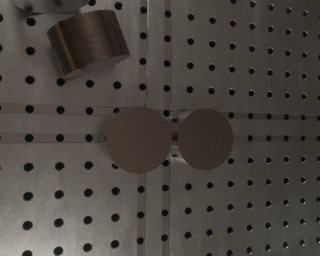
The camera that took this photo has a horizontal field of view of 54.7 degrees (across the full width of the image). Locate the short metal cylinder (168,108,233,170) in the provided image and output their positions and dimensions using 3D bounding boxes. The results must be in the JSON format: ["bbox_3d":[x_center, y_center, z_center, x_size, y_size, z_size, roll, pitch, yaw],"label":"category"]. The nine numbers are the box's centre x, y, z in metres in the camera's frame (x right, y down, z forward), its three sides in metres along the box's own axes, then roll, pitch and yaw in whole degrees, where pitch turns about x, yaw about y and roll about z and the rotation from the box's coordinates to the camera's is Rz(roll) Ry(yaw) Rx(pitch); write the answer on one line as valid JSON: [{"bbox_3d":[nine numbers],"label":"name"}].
[{"bbox_3d":[0.051,0.014,0.419,0.081,0.050,0.079,0,90,-21],"label":"short metal cylinder"}]

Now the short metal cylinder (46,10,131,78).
[{"bbox_3d":[-0.080,-0.094,0.354,0.081,0.080,0.050,-22,98,-19],"label":"short metal cylinder"}]

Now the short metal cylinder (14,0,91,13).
[{"bbox_3d":[-0.120,-0.164,0.339,0.081,0.080,0.050,-10,94,-20],"label":"short metal cylinder"}]

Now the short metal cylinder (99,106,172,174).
[{"bbox_3d":[-0.032,0.014,0.388,0.081,0.050,0.079,0,90,-21],"label":"short metal cylinder"}]
